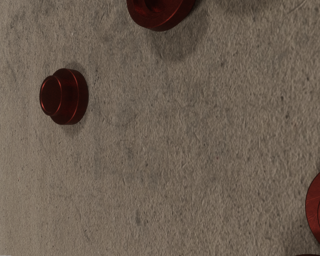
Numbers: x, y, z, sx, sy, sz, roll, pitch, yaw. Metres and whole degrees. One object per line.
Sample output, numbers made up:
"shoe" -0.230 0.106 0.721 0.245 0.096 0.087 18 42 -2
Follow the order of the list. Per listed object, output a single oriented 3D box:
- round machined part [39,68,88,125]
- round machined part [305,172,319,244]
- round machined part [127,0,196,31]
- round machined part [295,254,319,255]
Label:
"round machined part" -0.170 -0.054 0.531 0.098 0.042 0.097 0 90 39
"round machined part" 0.171 0.072 0.253 0.098 0.042 0.097 0 90 39
"round machined part" 0.007 -0.169 0.386 0.098 0.042 0.097 0 90 39
"round machined part" 0.145 0.157 0.268 0.098 0.042 0.097 9 103 41
